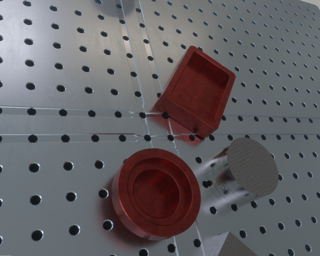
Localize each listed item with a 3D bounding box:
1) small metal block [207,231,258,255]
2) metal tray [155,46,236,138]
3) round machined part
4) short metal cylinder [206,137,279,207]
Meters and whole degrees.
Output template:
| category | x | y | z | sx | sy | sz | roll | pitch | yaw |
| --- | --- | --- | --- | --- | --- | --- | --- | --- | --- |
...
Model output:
| category | x | y | z | sx | sy | sz | roll | pitch | yaw |
| --- | --- | --- | --- | --- | --- | --- | --- | --- | --- |
| small metal block | 0.082 | 0.158 | 0.356 | 0.050 | 0.025 | 0.050 | 42 | 51 | 0 |
| metal tray | 0.058 | -0.059 | 0.472 | 0.090 | 0.030 | 0.130 | 33 | 51 | -7 |
| round machined part | -0.007 | 0.075 | 0.348 | 0.099 | 0.042 | 0.098 | 14 | 56 | -21 |
| short metal cylinder | 0.109 | 0.059 | 0.415 | 0.081 | 0.050 | 0.080 | 14 | 56 | -21 |
